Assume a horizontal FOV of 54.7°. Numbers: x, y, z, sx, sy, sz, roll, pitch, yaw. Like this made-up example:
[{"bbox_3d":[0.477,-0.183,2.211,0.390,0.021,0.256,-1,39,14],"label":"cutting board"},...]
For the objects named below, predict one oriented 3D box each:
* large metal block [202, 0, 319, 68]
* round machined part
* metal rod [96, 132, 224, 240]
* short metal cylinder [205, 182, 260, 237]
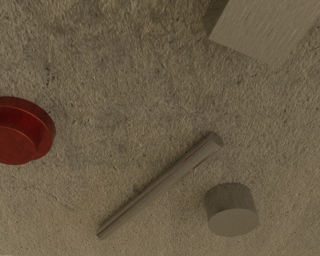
[{"bbox_3d":[0.097,-0.115,0.294,0.081,0.050,0.079,18,128,-15],"label":"large metal block"},{"bbox_3d":[-0.191,0.011,0.402,0.099,0.042,0.097,-1,130,0],"label":"round machined part"},{"bbox_3d":[-0.015,0.105,0.496,0.025,0.025,0.299,31,123,-24],"label":"metal rod"},{"bbox_3d":[0.116,0.134,0.507,0.081,0.050,0.079,0,130,0],"label":"short metal cylinder"}]
